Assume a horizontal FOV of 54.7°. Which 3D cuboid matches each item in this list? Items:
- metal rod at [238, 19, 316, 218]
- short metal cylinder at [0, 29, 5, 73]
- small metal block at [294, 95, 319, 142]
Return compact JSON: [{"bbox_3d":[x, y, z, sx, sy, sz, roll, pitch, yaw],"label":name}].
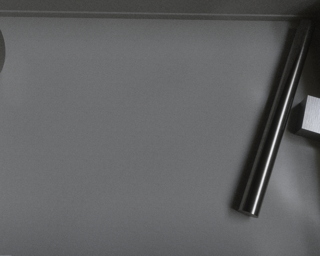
[{"bbox_3d":[0.164,-0.026,0.421,0.025,0.025,0.300,22,71,7],"label":"metal rod"},{"bbox_3d":[-0.254,-0.108,0.417,0.050,0.080,0.080,4,70,1],"label":"short metal cylinder"},{"bbox_3d":[0.214,-0.010,0.416,0.050,0.025,0.050,17,71,6],"label":"small metal block"}]
